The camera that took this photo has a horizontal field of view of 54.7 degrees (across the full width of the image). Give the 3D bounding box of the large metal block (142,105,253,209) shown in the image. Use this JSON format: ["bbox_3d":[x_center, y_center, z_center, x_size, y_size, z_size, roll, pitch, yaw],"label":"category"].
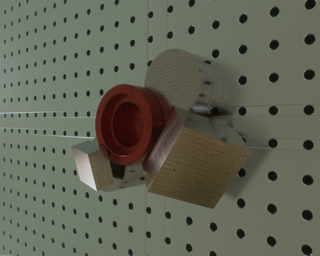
[{"bbox_3d":[0.036,0.032,0.335,0.080,0.081,0.050,-62,21,21],"label":"large metal block"}]

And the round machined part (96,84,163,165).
[{"bbox_3d":[-0.033,-0.004,0.387,0.098,0.042,0.097,0,90,40],"label":"round machined part"}]

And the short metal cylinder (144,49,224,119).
[{"bbox_3d":[0.028,-0.050,0.370,0.080,0.050,0.079,0,90,40],"label":"short metal cylinder"}]

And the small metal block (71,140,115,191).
[{"bbox_3d":[-0.087,0.047,0.400,0.050,0.025,0.050,13,118,51],"label":"small metal block"}]

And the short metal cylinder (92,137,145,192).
[{"bbox_3d":[-0.059,0.047,0.441,0.080,0.050,0.079,0,90,40],"label":"short metal cylinder"}]
